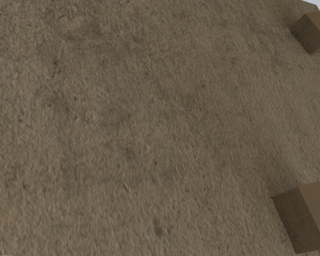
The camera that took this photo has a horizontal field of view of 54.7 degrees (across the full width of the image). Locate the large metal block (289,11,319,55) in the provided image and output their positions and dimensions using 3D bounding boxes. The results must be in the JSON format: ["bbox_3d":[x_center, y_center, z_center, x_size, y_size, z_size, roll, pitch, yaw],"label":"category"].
[{"bbox_3d":[0.364,-0.223,0.725,0.081,0.050,0.080,-22,74,-36],"label":"large metal block"}]

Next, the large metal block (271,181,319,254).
[{"bbox_3d":[0.218,0.121,0.434,0.081,0.050,0.080,-4,64,-31],"label":"large metal block"}]
